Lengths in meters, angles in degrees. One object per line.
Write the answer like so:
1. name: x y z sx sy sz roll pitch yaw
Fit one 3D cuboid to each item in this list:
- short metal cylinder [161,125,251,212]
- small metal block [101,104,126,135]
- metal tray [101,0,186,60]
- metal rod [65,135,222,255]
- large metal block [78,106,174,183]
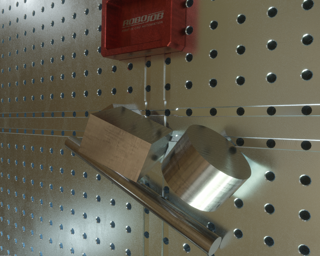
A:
1. short metal cylinder: 0.049 0.041 0.332 0.080 0.081 0.050 50 119 28
2. small metal block: -0.072 -0.004 0.466 0.050 0.025 0.050 -26 74 36
3. metal tray: -0.027 -0.146 0.425 0.130 0.030 0.089 3 92 39
4. metal rod: -0.045 0.080 0.443 0.300 0.025 0.025 27 107 36
5. large metal block: -0.040 0.016 0.388 0.080 0.080 0.050 26 108 13
